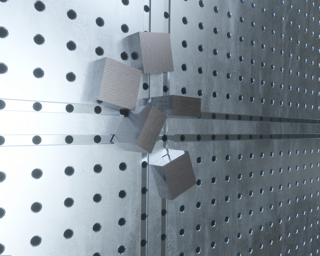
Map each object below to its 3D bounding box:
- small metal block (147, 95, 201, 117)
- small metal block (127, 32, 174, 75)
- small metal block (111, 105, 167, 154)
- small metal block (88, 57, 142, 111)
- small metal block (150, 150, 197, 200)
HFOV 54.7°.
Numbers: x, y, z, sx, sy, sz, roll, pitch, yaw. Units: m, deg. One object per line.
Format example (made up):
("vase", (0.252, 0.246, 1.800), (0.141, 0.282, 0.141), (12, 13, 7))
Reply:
("small metal block", (0.018, -0.027, 0.410), (0.050, 0.050, 0.025), (2, 89, -40))
("small metal block", (-0.011, -0.096, 0.401), (0.050, 0.025, 0.050), (-12, 98, -40))
("small metal block", (-0.025, 0.001, 0.373), (0.025, 0.050, 0.050), (36, 68, -35))
("small metal block", (-0.053, -0.050, 0.367), (0.050, 0.025, 0.050), (15, 80, -39))
("small metal block", (0.020, 0.064, 0.428), (0.050, 0.025, 0.050), (-25, 106, -37))
